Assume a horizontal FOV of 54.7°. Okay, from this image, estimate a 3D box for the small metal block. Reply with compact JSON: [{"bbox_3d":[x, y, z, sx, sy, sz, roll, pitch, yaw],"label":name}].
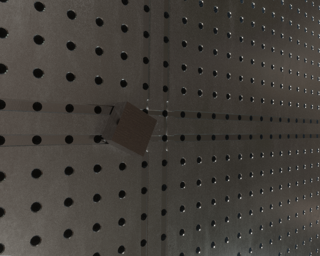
[{"bbox_3d":[-0.037,0.002,0.380,0.050,0.025,0.050,32,70,-36],"label":"small metal block"}]
